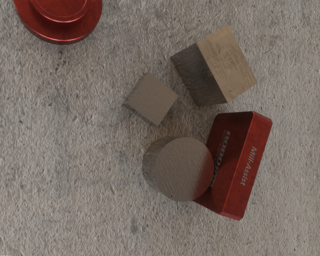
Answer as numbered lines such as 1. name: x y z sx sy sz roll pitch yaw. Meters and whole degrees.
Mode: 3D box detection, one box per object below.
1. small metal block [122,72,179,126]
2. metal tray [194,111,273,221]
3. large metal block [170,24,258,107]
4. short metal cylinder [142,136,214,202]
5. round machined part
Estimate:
1. small metal block: -0.013 -0.037 0.405 0.050 0.025 0.050 37 78 -17
2. metal tray: 0.089 0.044 0.407 0.030 0.090 0.130 22 83 -19
3. large metal block: 0.067 -0.077 0.405 0.050 0.080 0.080 -33 101 -17
4. short metal cylinder: 0.023 0.051 0.404 0.081 0.050 0.080 0 90 -20
5. round machined part: -0.115 -0.150 0.357 0.099 0.042 0.097 0 90 -20
